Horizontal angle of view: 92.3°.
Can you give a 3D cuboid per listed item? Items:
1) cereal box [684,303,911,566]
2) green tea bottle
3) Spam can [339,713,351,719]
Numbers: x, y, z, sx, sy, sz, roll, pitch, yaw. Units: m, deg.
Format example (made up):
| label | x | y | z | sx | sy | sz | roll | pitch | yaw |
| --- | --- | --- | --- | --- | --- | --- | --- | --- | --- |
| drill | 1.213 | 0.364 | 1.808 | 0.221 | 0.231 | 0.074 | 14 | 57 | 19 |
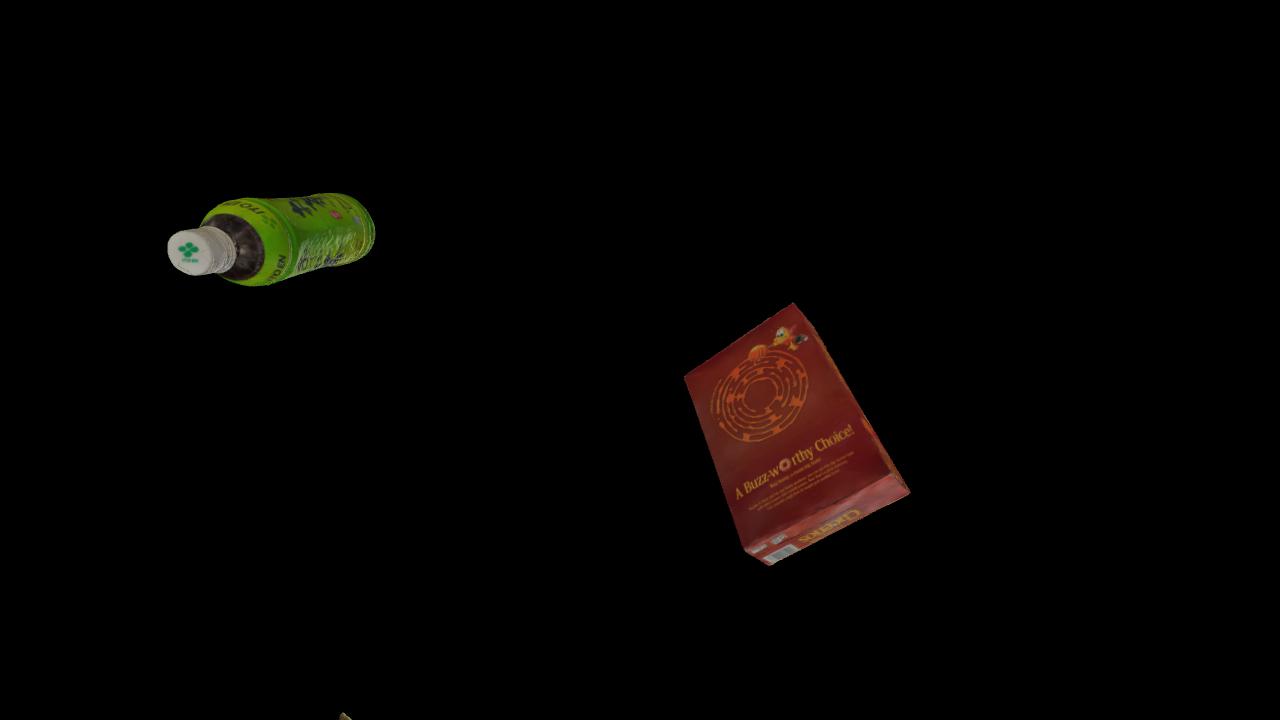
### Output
| label | x | y | z | sx | sy | sz | roll | pitch | yaw |
| --- | --- | --- | --- | --- | --- | --- | --- | --- | --- |
| cereal box | 0.192 | 0.089 | 0.833 | 0.203 | 0.306 | 0.081 | -36 | -48 | 19 |
| green tea bottle | -0.300 | -0.101 | 0.514 | 0.073 | 0.073 | 0.212 | 0 | 18 | 3 |
| Spam can | -0.238 | 0.323 | 0.461 | 0.085 | 0.058 | 0.101 | -44 | -1 | -36 |
